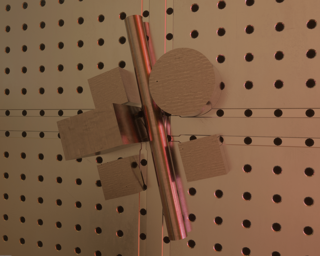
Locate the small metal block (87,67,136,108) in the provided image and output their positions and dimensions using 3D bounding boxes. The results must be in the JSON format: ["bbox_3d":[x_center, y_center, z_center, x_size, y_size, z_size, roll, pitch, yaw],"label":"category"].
[{"bbox_3d":[-0.068,-0.052,0.435,0.050,0.025,0.050,-18,84,18],"label":"small metal block"}]

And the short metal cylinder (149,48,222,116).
[{"bbox_3d":[0.033,-0.054,0.387,0.080,0.050,0.079,0,90,19],"label":"short metal cylinder"}]

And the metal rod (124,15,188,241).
[{"bbox_3d":[-0.006,-0.004,0.413,0.025,0.025,0.298,-13,86,19],"label":"metal rod"}]

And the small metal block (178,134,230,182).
[{"bbox_3d":[0.055,0.038,0.392,0.050,0.025,0.050,-15,85,19],"label":"small metal block"}]

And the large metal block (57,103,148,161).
[{"bbox_3d":[-0.072,0.005,0.406,0.080,0.080,0.050,-16,85,19],"label":"large metal block"}]

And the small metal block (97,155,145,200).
[{"bbox_3d":[-0.054,0.069,0.431,0.050,0.025,0.050,-16,85,19],"label":"small metal block"}]
